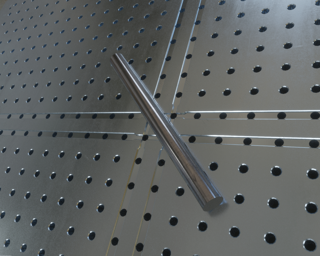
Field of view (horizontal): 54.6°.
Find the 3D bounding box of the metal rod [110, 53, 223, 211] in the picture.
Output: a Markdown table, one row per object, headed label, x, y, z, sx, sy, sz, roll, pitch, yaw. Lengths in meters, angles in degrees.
| label | x | y | z | sx | sy | sz | roll | pitch | yaw |
| --- | --- | --- | --- | --- | --- | --- | --- | --- | --- |
| metal rod | -0.008 | -0.016 | 0.424 | 0.025 | 0.025 | 0.300 | -37 | 51 | 4 |
